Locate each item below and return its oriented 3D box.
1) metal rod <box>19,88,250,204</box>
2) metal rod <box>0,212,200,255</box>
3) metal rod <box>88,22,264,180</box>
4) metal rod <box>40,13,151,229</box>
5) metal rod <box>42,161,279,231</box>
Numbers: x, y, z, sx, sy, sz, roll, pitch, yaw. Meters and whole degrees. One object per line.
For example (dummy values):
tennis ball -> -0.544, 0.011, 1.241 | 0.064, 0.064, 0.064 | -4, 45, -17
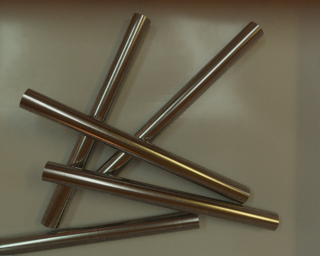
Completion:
metal rod -> -0.022, 0.027, 0.386 | 0.301, 0.025, 0.025 | 25, 90, -10
metal rod -> -0.099, 0.142, 0.410 | 0.302, 0.025, 0.025 | -8, 90, 0
metal rod -> 0.020, -0.027, 0.411 | 0.300, 0.025, 0.025 | -44, 90, 0
metal rod -> -0.084, -0.009, 0.410 | 0.025, 0.025, 0.299 | 24, 90, 0
metal rod -> 0.006, 0.088, 0.394 | 0.302, 0.025, 0.025 | 14, 90, -7
